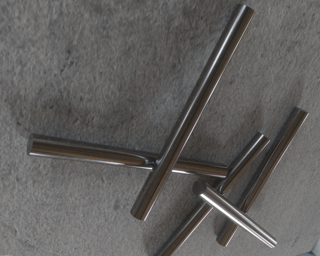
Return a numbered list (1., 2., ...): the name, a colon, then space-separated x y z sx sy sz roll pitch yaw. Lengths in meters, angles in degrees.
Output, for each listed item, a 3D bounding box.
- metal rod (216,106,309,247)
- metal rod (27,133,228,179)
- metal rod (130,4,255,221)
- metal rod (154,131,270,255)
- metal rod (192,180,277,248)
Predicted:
1. metal rod: 0.181 0.098 0.569 0.025 0.025 0.298 11 113 -34
2. metal rod: -0.020 0.044 0.424 0.302 0.025 0.025 12 112 -34
3. metal rod: 0.038 -0.013 0.399 0.025 0.025 0.298 21 101 -36
4. metal rod: 0.082 0.130 0.534 0.025 0.025 0.299 31 101 -38
5. metal rod: 0.146 0.164 0.557 0.025 0.025 0.300 -46 130 4
